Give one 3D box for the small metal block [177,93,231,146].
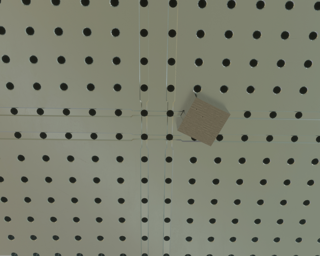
[{"bbox_3d":[0.056,-0.011,0.410,0.050,0.025,0.050,25,108,-9],"label":"small metal block"}]
